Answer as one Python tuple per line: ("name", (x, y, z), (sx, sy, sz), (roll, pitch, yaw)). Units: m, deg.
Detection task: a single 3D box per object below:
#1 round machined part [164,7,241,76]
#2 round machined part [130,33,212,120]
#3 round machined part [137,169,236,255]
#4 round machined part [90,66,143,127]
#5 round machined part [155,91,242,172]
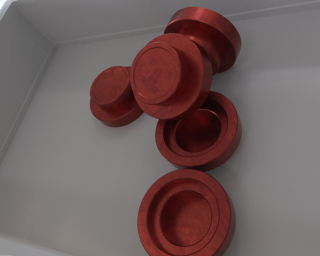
("round machined part", (0.049, -0.100, 0.394), (0.098, 0.098, 0.042), (12, 65, 33))
("round machined part", (0.005, -0.058, 0.349), (0.098, 0.042, 0.097), (-1, 88, 35))
("round machined part", (0.030, 0.095, 0.321), (0.098, 0.042, 0.098), (-13, 56, 21))
("round machined part", (-0.064, -0.053, 0.462), (0.098, 0.042, 0.098), (-13, 56, 21))
("round machined part", (0.048, 0.007, 0.365), (0.098, 0.042, 0.098), (-13, 56, 21))
